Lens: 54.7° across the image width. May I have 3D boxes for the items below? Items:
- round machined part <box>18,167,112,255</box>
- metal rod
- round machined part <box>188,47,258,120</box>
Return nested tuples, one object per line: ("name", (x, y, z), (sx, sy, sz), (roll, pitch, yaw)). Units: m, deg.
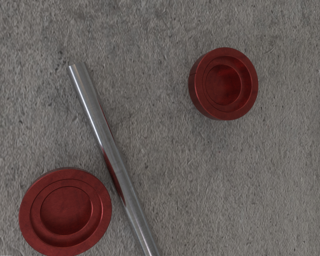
("round machined part", (-0.109, 0.094, 0.360), (0.099, 0.042, 0.097), (0, 90, -20))
("metal rod", (-0.049, 0.064, 0.391), (0.025, 0.025, 0.299), (-23, 98, -19))
("round machined part", (0.083, -0.059, 0.431), (0.099, 0.042, 0.097), (0, 90, -20))
